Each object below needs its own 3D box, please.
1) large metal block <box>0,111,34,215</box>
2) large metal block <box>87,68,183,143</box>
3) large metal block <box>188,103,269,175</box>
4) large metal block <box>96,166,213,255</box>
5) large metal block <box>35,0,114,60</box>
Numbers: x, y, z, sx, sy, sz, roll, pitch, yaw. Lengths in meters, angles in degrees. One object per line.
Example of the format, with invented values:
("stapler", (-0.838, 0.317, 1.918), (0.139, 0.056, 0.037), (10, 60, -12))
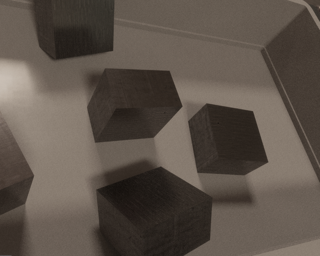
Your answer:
("large metal block", (-0.156, 0.031, 0.268), (0.050, 0.080, 0.080), (-24, 75, -37))
("large metal block", (-0.033, -0.025, 0.369), (0.081, 0.080, 0.050), (-4, 64, -30))
("large metal block", (0.092, 0.018, 0.431), (0.081, 0.050, 0.080), (7, 59, -25))
("large metal block", (-0.007, 0.086, 0.308), (0.081, 0.050, 0.080), (-15, 25, -34))
("large metal block", (-0.106, -0.138, 0.389), (0.081, 0.079, 0.050), (-20, 41, -36))
